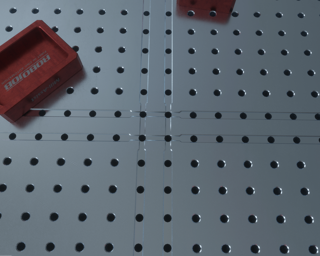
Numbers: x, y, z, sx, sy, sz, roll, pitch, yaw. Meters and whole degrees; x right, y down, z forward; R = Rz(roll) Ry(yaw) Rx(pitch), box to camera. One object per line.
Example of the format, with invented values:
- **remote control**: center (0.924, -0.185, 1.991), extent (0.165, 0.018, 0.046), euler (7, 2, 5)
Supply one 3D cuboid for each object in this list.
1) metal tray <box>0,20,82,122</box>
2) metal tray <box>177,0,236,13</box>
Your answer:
- **metal tray**: center (-0.189, -0.083, 0.436), extent (0.130, 0.030, 0.090), euler (-43, 76, -14)
- **metal tray**: center (0.083, -0.254, 0.503), extent (0.091, 0.030, 0.130), euler (11, 70, 3)
